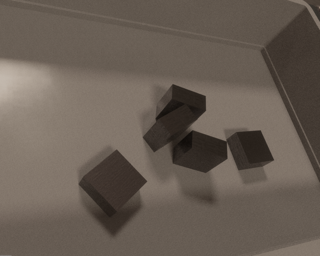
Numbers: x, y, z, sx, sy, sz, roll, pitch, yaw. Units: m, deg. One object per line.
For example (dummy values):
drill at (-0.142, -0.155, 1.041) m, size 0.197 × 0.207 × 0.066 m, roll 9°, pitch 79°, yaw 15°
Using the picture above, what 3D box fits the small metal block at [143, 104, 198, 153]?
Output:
small metal block at (0.013, 0.000, 0.398) m, size 0.050 × 0.050 × 0.025 m, roll -30°, pitch 80°, yaw -38°

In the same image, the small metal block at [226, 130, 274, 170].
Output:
small metal block at (0.134, 0.032, 0.460) m, size 0.050 × 0.025 × 0.050 m, roll -3°, pitch 63°, yaw -30°

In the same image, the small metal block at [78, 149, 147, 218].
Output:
small metal block at (-0.052, 0.061, 0.342) m, size 0.050 × 0.025 × 0.050 m, roll 46°, pitch 51°, yaw 3°

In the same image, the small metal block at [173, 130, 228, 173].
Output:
small metal block at (0.051, 0.032, 0.399) m, size 0.050 × 0.050 × 0.025 m, roll 18°, pitch 55°, yaw -18°

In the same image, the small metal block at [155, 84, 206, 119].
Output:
small metal block at (0.028, -0.028, 0.424) m, size 0.050 × 0.050 × 0.025 m, roll 17°, pitch 55°, yaw -19°
